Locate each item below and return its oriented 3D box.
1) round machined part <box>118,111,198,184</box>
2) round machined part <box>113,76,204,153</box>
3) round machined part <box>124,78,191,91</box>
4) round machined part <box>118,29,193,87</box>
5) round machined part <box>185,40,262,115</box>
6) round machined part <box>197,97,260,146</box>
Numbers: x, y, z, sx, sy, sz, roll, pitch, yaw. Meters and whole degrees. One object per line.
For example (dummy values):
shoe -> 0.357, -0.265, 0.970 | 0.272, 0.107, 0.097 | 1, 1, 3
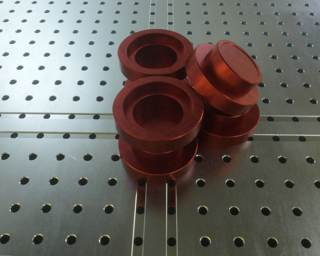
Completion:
round machined part -> -0.003, 0.016, 0.384 | 0.099, 0.042, 0.098 | 0, 50, 0
round machined part -> -0.002, -0.011, 0.351 | 0.099, 0.042, 0.098 | 0, 50, 0
round machined part -> -0.003, -0.059, 0.448 | 0.099, 0.042, 0.098 | 0, 50, 0
round machined part -> -0.005, -0.087, 0.415 | 0.099, 0.042, 0.098 | 0, 50, 0
round machined part -> 0.082, -0.066, 0.371 | 0.099, 0.042, 0.098 | 22, 45, -24
round machined part -> 0.086, -0.026, 0.420 | 0.099, 0.042, 0.098 | 0, 50, 0
